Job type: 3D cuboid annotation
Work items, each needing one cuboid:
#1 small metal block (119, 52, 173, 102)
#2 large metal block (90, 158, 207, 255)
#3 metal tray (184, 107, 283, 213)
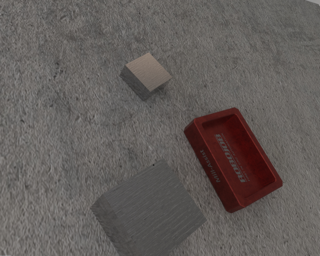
[{"bbox_3d":[-0.020,-0.073,0.437,0.050,0.025,0.050,47,51,5],"label":"small metal block"},{"bbox_3d":[-0.012,0.091,0.326,0.081,0.050,0.080,-27,77,-37],"label":"large metal block"},{"bbox_3d":[0.101,0.040,0.430,0.091,0.030,0.130,-16,70,-34],"label":"metal tray"}]
